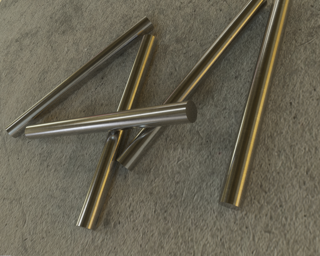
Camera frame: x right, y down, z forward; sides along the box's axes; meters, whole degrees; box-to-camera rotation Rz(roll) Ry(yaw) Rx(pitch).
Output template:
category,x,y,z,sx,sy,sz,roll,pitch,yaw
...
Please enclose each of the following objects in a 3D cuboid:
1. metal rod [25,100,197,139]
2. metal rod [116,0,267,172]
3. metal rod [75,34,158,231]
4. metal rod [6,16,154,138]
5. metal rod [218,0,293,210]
category,x,y,z,sx,sy,sz,roll,pitch,yaw
metal rod,-0.088,-0.006,0.422,0.300,0.025,0.025,-6,59,35
metal rod,0.048,-0.067,0.418,0.025,0.025,0.300,33,79,38
metal rod,-0.053,-0.010,0.436,0.025,0.025,0.300,2,62,28
metal rod,-0.136,-0.085,0.524,0.300,0.025,0.025,-38,51,2
metal rod,0.121,-0.051,0.371,0.025,0.025,0.300,7,65,31
